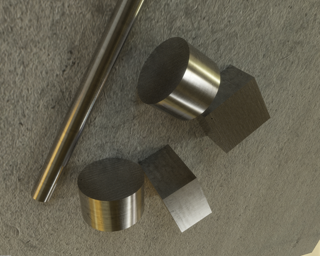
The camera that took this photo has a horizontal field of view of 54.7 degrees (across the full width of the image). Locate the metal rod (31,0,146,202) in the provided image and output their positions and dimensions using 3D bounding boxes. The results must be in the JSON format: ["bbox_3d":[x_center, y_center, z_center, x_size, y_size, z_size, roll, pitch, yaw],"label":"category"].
[{"bbox_3d":[-0.075,-0.044,0.338,0.025,0.025,0.298,18,109,-35],"label":"metal rod"}]

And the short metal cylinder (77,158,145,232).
[{"bbox_3d":[-0.060,0.081,0.389,0.081,0.080,0.050,-12,124,-22],"label":"short metal cylinder"}]

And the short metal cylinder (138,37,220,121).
[{"bbox_3d":[0.020,-0.054,0.349,0.050,0.080,0.080,25,105,-37],"label":"short metal cylinder"}]

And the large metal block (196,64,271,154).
[{"bbox_3d":[0.095,-0.025,0.427,0.080,0.050,0.080,-39,130,-2],"label":"large metal block"}]

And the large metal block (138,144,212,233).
[{"bbox_3d":[0.021,0.083,0.435,0.050,0.080,0.080,-32,129,-8],"label":"large metal block"}]
